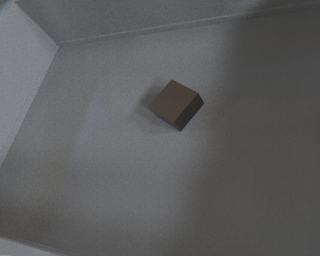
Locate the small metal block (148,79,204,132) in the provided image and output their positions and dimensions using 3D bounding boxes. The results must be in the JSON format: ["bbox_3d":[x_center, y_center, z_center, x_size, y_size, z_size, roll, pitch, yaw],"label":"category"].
[{"bbox_3d":[0.022,-0.031,0.414,0.050,0.025,0.050,34,81,38],"label":"small metal block"}]
